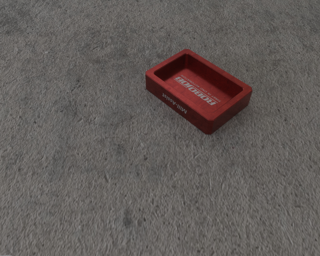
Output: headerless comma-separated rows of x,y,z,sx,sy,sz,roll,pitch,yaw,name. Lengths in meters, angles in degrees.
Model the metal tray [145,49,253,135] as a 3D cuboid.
0.053,-0.058,0.448,0.090,0.030,0.130,-35,59,-26,metal tray
